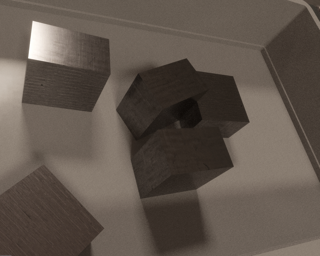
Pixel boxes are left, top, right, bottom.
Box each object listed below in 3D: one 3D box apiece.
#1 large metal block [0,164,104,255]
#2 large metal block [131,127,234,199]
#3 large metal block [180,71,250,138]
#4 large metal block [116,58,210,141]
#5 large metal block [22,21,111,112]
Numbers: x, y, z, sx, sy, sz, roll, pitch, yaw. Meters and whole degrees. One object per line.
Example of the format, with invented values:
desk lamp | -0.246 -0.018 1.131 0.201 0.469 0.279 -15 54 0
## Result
large metal block | -0.112 0.094 0.273 0.080 0.050 0.080 46 51 3
large metal block | 0.022 0.041 0.359 0.081 0.080 0.050 -3 63 -30
large metal block | 0.072 -0.033 0.450 0.081 0.050 0.080 2 61 -28
large metal block | 0.002 -0.036 0.395 0.081 0.080 0.050 -26 76 -37
large metal block | -0.108 -0.065 0.352 0.081 0.080 0.050 7 59 -25
